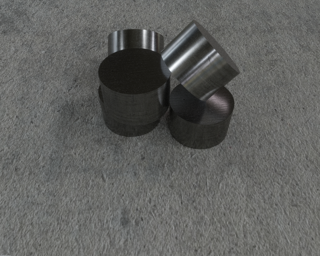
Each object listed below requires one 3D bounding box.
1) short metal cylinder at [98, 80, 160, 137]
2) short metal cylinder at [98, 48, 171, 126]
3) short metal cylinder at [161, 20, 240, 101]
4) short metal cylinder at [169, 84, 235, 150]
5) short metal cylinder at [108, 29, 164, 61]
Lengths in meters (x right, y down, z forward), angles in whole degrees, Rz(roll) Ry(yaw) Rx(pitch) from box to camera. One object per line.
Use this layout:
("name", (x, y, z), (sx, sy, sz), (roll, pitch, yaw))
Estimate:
("short metal cylinder", (-0.039, -0.034, 0.416), (0.081, 0.050, 0.080), (0, 50, 0))
("short metal cylinder", (-0.028, -0.049, 0.364), (0.081, 0.050, 0.080), (0, 50, 0))
("short metal cylinder", (0.047, -0.078, 0.361), (0.050, 0.080, 0.080), (-41, 49, 22))
("short metal cylinder", (0.052, -0.019, 0.404), (0.081, 0.050, 0.080), (0, 50, 0))
("short metal cylinder", (-0.035, -0.105, 0.449), (0.081, 0.080, 0.050), (0, 89, -1))
